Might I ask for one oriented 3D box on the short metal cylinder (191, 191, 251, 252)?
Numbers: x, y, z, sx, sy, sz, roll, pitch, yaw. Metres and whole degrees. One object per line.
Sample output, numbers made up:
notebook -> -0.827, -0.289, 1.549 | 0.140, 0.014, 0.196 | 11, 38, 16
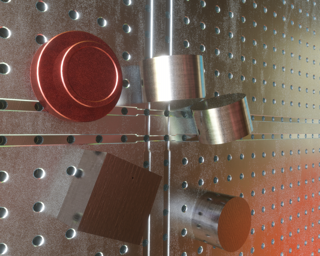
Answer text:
short metal cylinder -> 0.094, 0.141, 0.472 | 0.081, 0.050, 0.079 | 0, 90, -40

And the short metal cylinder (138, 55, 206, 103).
short metal cylinder -> 0.015, -0.059, 0.386 | 0.081, 0.080, 0.050 | -9, 96, -40

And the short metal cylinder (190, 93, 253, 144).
short metal cylinder -> 0.089, -0.015, 0.448 | 0.081, 0.080, 0.050 | -26, 107, -37

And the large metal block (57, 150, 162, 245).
large metal block -> -0.054, 0.077, 0.348 | 0.080, 0.050, 0.080 | 30, 71, -36

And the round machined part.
round machined part -> -0.081, -0.055, 0.330 | 0.099, 0.042, 0.097 | 0, 90, -40
